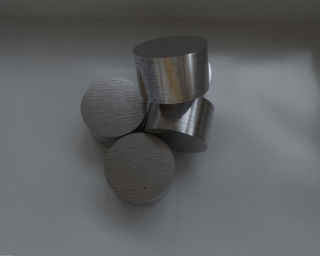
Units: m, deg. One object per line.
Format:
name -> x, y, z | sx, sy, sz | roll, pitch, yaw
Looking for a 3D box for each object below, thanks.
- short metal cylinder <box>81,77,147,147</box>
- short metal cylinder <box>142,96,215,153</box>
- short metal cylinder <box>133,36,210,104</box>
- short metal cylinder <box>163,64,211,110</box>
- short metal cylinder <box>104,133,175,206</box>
short metal cylinder -> -0.056, -0.019, 0.400 | 0.081, 0.050, 0.080 | 0, 70, 0
short metal cylinder -> 0.023, -0.006, 0.382 | 0.080, 0.080, 0.050 | 13, 71, 4
short metal cylinder -> 0.014, -0.067, 0.345 | 0.080, 0.050, 0.080 | -6, 30, 4
short metal cylinder -> 0.025, -0.063, 0.418 | 0.081, 0.050, 0.080 | 0, 70, 0
short metal cylinder -> -0.023, 0.051, 0.375 | 0.081, 0.050, 0.080 | 0, 70, 0
